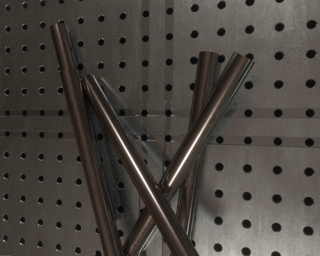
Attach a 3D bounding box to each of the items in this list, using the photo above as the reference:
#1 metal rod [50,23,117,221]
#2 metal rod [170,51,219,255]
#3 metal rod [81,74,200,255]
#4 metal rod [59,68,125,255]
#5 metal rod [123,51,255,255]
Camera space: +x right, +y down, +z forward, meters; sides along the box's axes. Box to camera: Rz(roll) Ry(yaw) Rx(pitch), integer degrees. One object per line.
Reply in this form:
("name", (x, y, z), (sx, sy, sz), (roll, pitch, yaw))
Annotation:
("metal rod", (-0.113, -0.008, 0.450), (0.025, 0.025, 0.298), (-17, 84, 19))
("metal rod", (0.041, 0.054, 0.397), (0.025, 0.025, 0.298), (9, 93, 19))
("metal rod", (-0.032, 0.046, 0.388), (0.025, 0.025, 0.299), (-40, 65, 15))
("metal rod", (-0.088, 0.065, 0.417), (0.025, 0.025, 0.298), (-17, 84, 19))
("metal rod", (0.024, 0.048, 0.378), (0.025, 0.025, 0.298), (34, 110, 16))
